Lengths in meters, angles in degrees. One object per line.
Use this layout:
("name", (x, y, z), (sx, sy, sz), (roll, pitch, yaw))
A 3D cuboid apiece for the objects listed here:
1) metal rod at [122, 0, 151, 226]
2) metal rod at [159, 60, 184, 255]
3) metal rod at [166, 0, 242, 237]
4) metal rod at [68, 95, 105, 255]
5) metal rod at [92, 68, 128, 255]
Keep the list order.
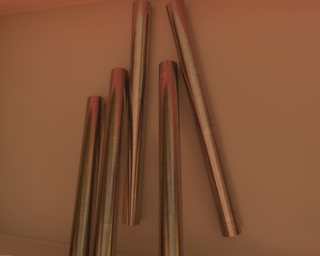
("metal rod", (-0.032, -0.019, 0.421), (0.025, 0.025, 0.298), (3, 91, 20))
("metal rod", (0.011, 0.053, 0.342), (0.025, 0.025, 0.299), (-10, 62, 20))
("metal rod", (0.054, -0.016, 0.391), (0.025, 0.025, 0.298), (-15, 85, 19))
("metal rod", (-0.088, 0.088, 0.368), (0.025, 0.025, 0.299), (-14, 57, 19))
("metal rod", (-0.058, 0.057, 0.365), (0.025, 0.025, 0.299), (-10, 62, 20))
